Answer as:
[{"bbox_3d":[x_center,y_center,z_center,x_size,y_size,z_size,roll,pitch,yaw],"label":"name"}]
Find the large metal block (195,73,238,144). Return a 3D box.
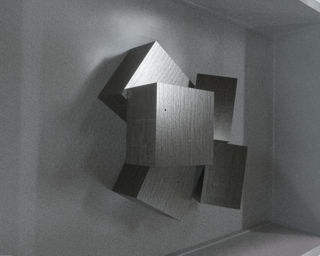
[{"bbox_3d":[0.068,-0.021,0.420,0.080,0.050,0.080,63,36,-81],"label":"large metal block"}]

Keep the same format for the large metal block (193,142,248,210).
[{"bbox_3d":[0.080,0.064,0.430,0.050,0.080,0.080,9,82,0],"label":"large metal block"}]

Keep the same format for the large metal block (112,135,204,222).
[{"bbox_3d":[0.000,0.061,0.387,0.080,0.050,0.080,37,67,-34],"label":"large metal block"}]

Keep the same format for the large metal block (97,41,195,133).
[{"bbox_3d":[-0.014,-0.045,0.379,0.080,0.050,0.080,44,64,-32],"label":"large metal block"}]

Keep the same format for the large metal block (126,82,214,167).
[{"bbox_3d":[0.012,-0.001,0.333,0.081,0.050,0.080,3,87,-39],"label":"large metal block"}]
